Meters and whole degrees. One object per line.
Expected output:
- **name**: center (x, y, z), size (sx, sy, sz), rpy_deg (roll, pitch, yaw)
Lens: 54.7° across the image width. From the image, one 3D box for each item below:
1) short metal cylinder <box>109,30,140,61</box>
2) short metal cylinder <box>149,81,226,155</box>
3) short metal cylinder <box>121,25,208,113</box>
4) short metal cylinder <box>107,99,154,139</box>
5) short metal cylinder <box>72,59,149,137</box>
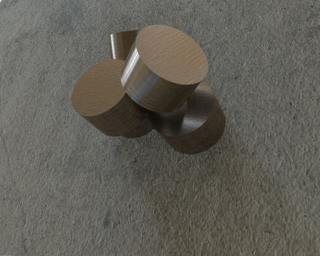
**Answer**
- **short metal cylinder**: center (-0.029, -0.108, 0.442), size (0.080, 0.080, 0.050), rpy_deg (0, 101, 28)
- **short metal cylinder**: center (0.034, -0.014, 0.378), size (0.080, 0.050, 0.080), rpy_deg (-13, 56, 20)
- **short metal cylinder**: center (0.004, -0.063, 0.332), size (0.050, 0.081, 0.080), rpy_deg (127, 147, -50)
- **short metal cylinder**: center (-0.041, -0.032, 0.429), size (0.080, 0.050, 0.080), rpy_deg (-13, 56, 20)
- **short metal cylinder**: center (-0.058, -0.036, 0.375), size (0.080, 0.050, 0.080), rpy_deg (-13, 56, 20)
